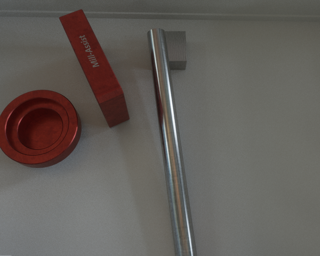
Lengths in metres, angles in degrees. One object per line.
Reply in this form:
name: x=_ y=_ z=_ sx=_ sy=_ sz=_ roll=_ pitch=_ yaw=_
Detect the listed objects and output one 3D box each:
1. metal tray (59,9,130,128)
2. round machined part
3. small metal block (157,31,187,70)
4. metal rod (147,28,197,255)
metal tray: x=-0.083 y=-0.074 z=0.401 sx=0.030 sy=0.090 sz=0.130 roll=-25 pitch=72 yaw=-9
round machined part: x=-0.150 y=0.004 z=0.397 sx=0.099 sy=0.042 sz=0.098 roll=0 pitch=70 yaw=-1
small metal block: x=0.012 y=-0.112 z=0.451 sx=0.050 sy=0.025 sz=0.050 roll=0 pitch=70 yaw=-1
metal rod: x=0.013 y=0.013 z=0.390 sx=0.025 sy=0.025 sz=0.299 roll=-7 pitch=76 yaw=-3
